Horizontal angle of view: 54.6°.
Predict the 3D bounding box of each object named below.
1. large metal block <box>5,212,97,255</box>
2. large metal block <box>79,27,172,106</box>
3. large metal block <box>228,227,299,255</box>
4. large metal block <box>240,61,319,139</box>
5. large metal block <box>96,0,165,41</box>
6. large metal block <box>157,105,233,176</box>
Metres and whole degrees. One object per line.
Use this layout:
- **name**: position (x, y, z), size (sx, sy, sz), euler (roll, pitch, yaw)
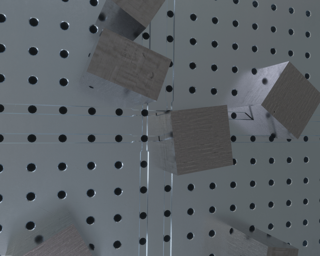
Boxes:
- **large metal block**: position (-0.118, 0.158, 0.356), size (0.080, 0.050, 0.080), euler (-30, 100, -17)
- **large metal block**: position (-0.044, -0.067, 0.367), size (0.080, 0.080, 0.050), euler (21, 83, -19)
- **large metal block**: position (0.138, 0.193, 0.434), size (0.050, 0.080, 0.080), euler (12, 86, -20)
- **large metal block**: position (0.182, -0.039, 0.466), size (0.080, 0.050, 0.080), euler (39, 78, -16)
- **large metal block**: position (-0.027, -0.155, 0.373), size (0.050, 0.080, 0.080), euler (35, 79, -17)
- **large metal block**: position (0.046, 0.014, 0.416), size (0.081, 0.050, 0.080), euler (-7, 93, -20)
